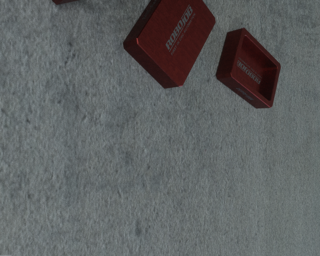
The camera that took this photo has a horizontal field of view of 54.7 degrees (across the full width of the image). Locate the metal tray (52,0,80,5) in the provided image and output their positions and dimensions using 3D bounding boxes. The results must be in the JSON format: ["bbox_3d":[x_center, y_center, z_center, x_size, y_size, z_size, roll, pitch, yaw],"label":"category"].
[{"bbox_3d":[-0.094,-0.192,0.283,0.030,0.090,0.129,-30,109,-34],"label":"metal tray"}]

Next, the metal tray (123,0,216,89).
[{"bbox_3d":[0.018,-0.130,0.418,0.090,0.030,0.130,42,65,-32],"label":"metal tray"}]

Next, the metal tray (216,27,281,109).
[{"bbox_3d":[0.157,-0.099,0.535,0.131,0.030,0.090,27,73,-37],"label":"metal tray"}]
